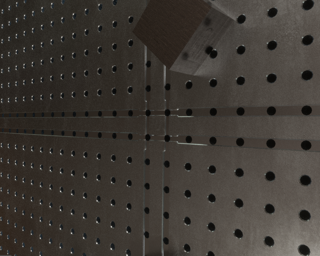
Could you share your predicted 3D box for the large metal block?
[{"bbox_3d":[0.025,-0.122,0.371,0.080,0.050,0.080,51,119,27],"label":"large metal block"}]
